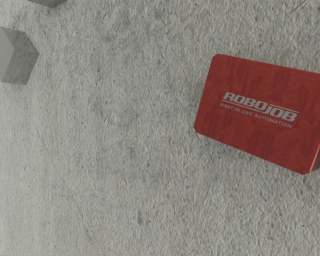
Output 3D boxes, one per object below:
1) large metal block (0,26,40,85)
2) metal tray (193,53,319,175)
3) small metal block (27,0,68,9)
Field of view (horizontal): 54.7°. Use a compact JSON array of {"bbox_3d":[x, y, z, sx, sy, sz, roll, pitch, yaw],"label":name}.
[{"bbox_3d":[-0.301,-0.147,0.638,0.080,0.050,0.080,51,120,28],"label":"large metal block"},{"bbox_3d":[0.104,-0.019,0.316,0.130,0.030,0.089,23,104,37],"label":"metal tray"},{"bbox_3d":[-0.202,-0.241,0.556,0.050,0.050,0.025,-3,88,40],"label":"small metal block"}]
